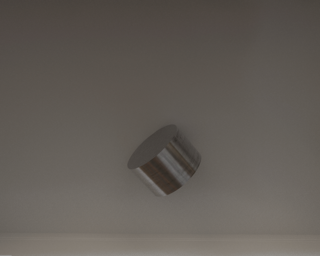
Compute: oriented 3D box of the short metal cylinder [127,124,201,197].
[{"bbox_3d":[0.005,0.041,0.397,0.080,0.080,0.050,-37,106,12],"label":"short metal cylinder"}]
